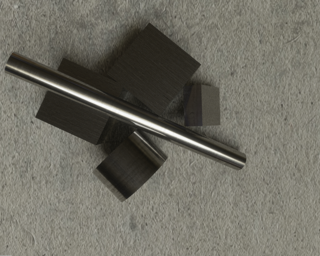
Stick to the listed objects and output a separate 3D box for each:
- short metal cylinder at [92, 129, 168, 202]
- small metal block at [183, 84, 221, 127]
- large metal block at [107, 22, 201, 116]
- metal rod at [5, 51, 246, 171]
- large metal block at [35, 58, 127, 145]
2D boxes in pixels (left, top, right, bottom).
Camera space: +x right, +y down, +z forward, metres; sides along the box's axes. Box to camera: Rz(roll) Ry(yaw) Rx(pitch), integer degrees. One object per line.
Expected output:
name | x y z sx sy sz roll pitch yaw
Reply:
short metal cylinder | -0.036 0.045 0.383 0.080 0.080 0.050 -44 90 0
small metal block | 0.054 -0.028 0.397 0.025 0.050 0.050 -2 90 36
large metal block | -0.007 -0.071 0.396 0.080 0.050 0.080 39 90 0
metal rod | -0.026 -0.012 0.370 0.302 0.025 0.025 23 90 -17
large metal block | -0.097 -0.032 0.398 0.080 0.050 0.080 25 90 0
